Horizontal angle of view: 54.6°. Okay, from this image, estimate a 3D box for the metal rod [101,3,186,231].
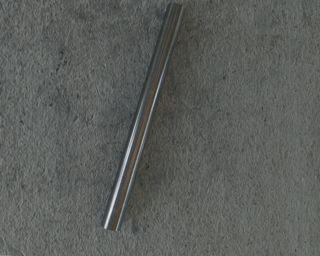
[{"bbox_3d":[-0.020,-0.019,0.401,0.025,0.025,0.299,18,84,-19],"label":"metal rod"}]
